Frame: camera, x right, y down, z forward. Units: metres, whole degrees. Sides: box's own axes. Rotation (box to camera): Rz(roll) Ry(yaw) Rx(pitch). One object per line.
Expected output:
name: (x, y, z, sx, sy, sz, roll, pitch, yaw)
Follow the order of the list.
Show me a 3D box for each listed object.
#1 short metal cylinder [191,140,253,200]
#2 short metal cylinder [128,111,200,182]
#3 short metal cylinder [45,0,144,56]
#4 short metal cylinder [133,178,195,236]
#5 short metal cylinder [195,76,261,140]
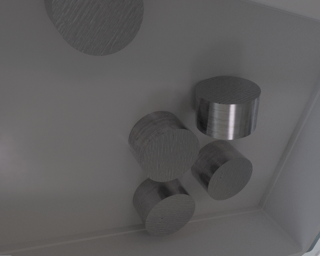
short metal cylinder: (0.096, 0.066, 0.486, 0.081, 0.050, 0.079, -14, 124, -21)
short metal cylinder: (0.005, 0.024, 0.410, 0.081, 0.050, 0.079, -14, 124, -21)
short metal cylinder: (-0.062, -0.114, 0.288, 0.081, 0.050, 0.079, -14, 124, -21)
short metal cylinder: (0.006, 0.115, 0.467, 0.081, 0.050, 0.079, -14, 124, -21)
short metal cylinder: (0.086, -0.028, 0.403, 0.081, 0.080, 0.050, -17, 125, -19)
